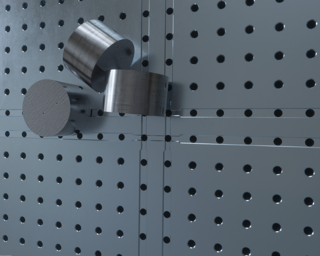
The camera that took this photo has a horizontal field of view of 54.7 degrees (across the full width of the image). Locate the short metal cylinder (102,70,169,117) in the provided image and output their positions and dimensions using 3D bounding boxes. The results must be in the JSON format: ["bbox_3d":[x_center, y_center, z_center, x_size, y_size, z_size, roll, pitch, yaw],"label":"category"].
[{"bbox_3d":[-0.031,-0.042,0.393,0.080,0.080,0.050,6,92,19],"label":"short metal cylinder"}]

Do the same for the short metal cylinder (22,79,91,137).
[{"bbox_3d":[-0.149,-0.028,0.450,0.080,0.050,0.079,0,90,19],"label":"short metal cylinder"}]

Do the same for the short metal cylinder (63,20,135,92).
[{"bbox_3d":[-0.080,-0.094,0.410,0.050,0.080,0.080,37,102,16],"label":"short metal cylinder"}]
